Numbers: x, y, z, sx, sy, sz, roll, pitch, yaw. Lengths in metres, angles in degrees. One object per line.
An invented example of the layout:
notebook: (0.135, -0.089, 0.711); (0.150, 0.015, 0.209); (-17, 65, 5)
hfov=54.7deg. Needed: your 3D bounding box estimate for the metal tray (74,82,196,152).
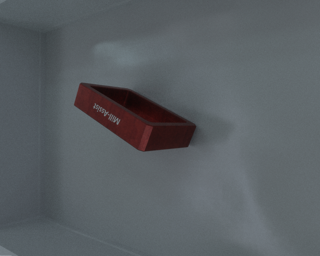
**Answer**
metal tray: (-0.032, -0.016, 0.384); (0.130, 0.091, 0.030); (31, 109, 35)
